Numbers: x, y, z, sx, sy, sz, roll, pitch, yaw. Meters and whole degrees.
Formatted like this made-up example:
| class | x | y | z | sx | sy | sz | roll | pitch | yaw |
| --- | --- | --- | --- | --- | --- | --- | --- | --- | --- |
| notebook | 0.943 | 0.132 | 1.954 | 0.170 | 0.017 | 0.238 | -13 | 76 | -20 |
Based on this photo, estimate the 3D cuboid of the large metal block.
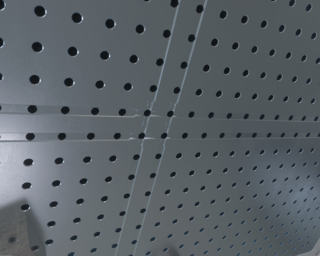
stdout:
| class | x | y | z | sx | sy | sz | roll | pitch | yaw |
| --- | --- | --- | --- | --- | --- | --- | --- | --- | --- |
| large metal block | -0.196 | 0.174 | 0.396 | 0.081 | 0.050 | 0.079 | -20 | 126 | -17 |
